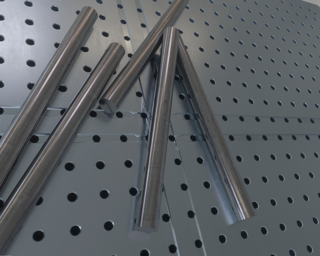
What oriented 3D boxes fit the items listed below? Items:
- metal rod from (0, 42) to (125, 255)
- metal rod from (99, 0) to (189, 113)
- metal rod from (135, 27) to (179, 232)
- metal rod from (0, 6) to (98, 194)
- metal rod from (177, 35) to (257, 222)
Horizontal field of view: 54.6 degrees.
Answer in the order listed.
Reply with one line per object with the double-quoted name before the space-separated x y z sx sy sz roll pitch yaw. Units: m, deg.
"metal rod" -0.104 0.000 0.351 0.025 0.025 0.300 29 52 -10
"metal rod" -0.012 -0.133 0.482 0.025 0.025 0.301 33 51 -7
"metal rod" 0.002 -0.019 0.408 0.025 0.025 0.300 18 58 -18
"metal rod" -0.133 -0.049 0.366 0.025 0.025 0.300 24 53 -13
"metal rod" 0.067 -0.016 0.452 0.025 0.025 0.299 -5 64 -31
